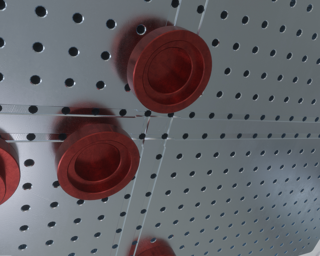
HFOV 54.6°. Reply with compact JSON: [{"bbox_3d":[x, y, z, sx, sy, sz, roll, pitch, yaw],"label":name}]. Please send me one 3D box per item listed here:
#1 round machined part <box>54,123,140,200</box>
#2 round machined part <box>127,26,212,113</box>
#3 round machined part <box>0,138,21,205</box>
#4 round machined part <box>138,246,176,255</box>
[{"bbox_3d":[-0.078,0.037,0.380,0.099,0.042,0.097,-14,124,-21],"label":"round machined part"},{"bbox_3d":[0.008,-0.070,0.361,0.099,0.042,0.097,-14,124,-21],"label":"round machined part"},{"bbox_3d":[-0.200,0.055,0.325,0.099,0.042,0.097,-14,124,-21],"label":"round machined part"},{"bbox_3d":[-0.008,0.265,0.559,0.099,0.042,0.097,-14,124,-21],"label":"round machined part"}]
